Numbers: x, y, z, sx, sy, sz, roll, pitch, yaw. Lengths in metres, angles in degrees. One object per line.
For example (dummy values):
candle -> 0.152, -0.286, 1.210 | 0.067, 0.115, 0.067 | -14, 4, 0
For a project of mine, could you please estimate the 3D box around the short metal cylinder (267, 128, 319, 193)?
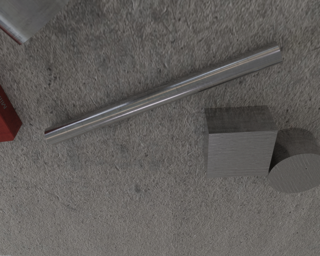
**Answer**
short metal cylinder -> 0.185, 0.046, 0.432 | 0.081, 0.050, 0.079 | 0, 130, 0

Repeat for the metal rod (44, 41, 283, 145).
metal rod -> -0.008, -0.036, 0.376 | 0.301, 0.025, 0.025 | -19, 128, 15

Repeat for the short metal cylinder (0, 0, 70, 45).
short metal cylinder -> -0.115, -0.119, 0.269 | 0.080, 0.080, 0.050 | -30, 124, 23

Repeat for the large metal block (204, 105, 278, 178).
large metal block -> 0.101, 0.019, 0.408 | 0.080, 0.050, 0.080 | -3, 130, 2

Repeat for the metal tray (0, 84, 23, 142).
metal tray -> -0.238, -0.037, 0.370 | 0.090, 0.030, 0.129 | -7, 130, 5
